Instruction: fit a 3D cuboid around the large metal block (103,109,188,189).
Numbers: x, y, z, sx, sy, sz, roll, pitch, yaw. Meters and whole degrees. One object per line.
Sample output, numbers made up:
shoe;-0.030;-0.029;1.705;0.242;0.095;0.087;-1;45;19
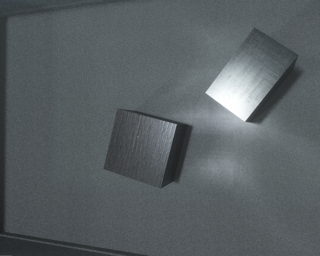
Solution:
large metal block;-0.018;0.024;0.403;0.080;0.050;0.080;15;95;19

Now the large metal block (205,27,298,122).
large metal block;0.103;-0.053;0.345;0.050;0.080;0.080;39;103;15
